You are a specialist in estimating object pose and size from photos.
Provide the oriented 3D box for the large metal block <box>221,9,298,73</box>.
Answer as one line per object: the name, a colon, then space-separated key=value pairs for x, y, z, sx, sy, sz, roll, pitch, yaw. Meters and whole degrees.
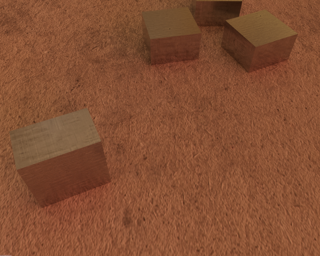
large metal block: x=0.160 y=-0.144 z=0.509 sx=0.081 sy=0.050 sz=0.080 roll=-20 pitch=53 yaw=-16

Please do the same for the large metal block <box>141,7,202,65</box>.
large metal block: x=0.017 y=-0.154 z=0.517 sx=0.081 sy=0.050 sz=0.080 roll=-9 pitch=51 yaw=-8

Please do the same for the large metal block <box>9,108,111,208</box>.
large metal block: x=-0.105 y=0.034 z=0.338 sx=0.081 sy=0.080 sz=0.050 roll=-19 pitch=53 yaw=-16

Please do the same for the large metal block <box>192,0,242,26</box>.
large metal block: x=0.104 y=-0.237 z=0.587 sx=0.081 sy=0.050 sz=0.080 roll=0 pitch=50 yaw=0
